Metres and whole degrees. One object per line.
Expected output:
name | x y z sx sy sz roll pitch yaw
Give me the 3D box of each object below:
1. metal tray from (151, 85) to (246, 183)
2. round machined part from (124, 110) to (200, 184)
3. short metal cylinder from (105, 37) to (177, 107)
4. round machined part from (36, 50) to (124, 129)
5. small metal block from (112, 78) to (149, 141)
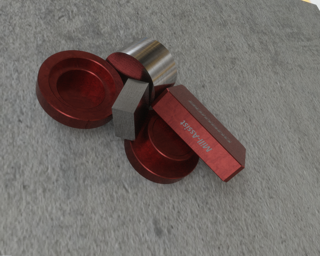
metal tray | 0.055 0.001 0.404 0.130 0.030 0.090 46 19 3
round machined part | 0.008 0.017 0.390 0.099 0.042 0.098 14 56 -21
short metal cylinder | -0.025 -0.070 0.401 0.080 0.080 0.050 44 51 2
round machined part | -0.095 -0.041 0.369 0.099 0.042 0.098 14 56 -21
small metal block | -0.033 -0.021 0.363 0.025 0.050 0.050 15 52 9
